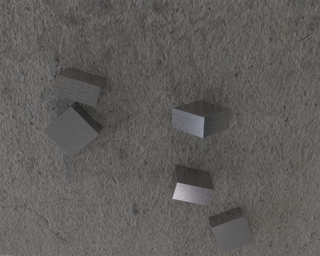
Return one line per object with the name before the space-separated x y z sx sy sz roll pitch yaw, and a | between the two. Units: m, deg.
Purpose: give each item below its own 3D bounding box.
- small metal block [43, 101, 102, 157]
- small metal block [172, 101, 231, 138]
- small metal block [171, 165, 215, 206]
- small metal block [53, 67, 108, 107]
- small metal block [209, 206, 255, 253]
small metal block | -0.114 0.001 0.409 0.050 0.025 0.050 -38 106 13
small metal block | 0.050 -0.012 0.381 0.050 0.050 0.025 -18 117 -40
small metal block | 0.044 0.078 0.425 0.050 0.050 0.025 13 110 -5
small metal block | -0.095 -0.051 0.377 0.050 0.050 0.025 15 109 -6
small metal block | 0.108 0.153 0.467 0.050 0.025 0.050 -23 109 8
